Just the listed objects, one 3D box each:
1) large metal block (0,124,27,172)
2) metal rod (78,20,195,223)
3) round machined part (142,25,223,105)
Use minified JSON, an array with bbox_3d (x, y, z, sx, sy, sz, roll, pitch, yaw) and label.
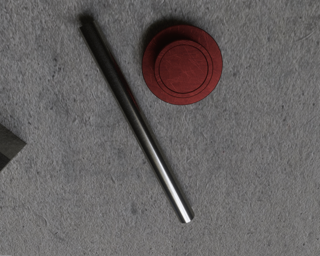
[{"bbox_3d":[-0.241,0.031,0.405,0.080,0.050,0.080,43,104,-14],"label":"large metal block"},{"bbox_3d":[-0.023,0.005,0.411,0.025,0.025,0.299,-24,109,8],"label":"metal rod"},{"bbox_3d":[0.027,-0.074,0.374,0.099,0.042,0.097,0,110,-1],"label":"round machined part"}]
